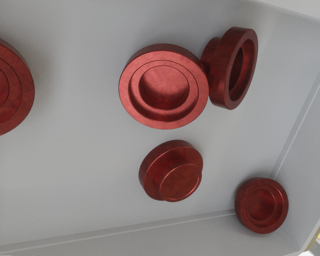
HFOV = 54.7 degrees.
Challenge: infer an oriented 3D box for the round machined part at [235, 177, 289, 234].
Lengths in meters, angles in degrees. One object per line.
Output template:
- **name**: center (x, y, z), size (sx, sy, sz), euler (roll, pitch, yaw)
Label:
- **round machined part**: center (0.180, 0.139, 0.566), size (0.099, 0.042, 0.097), euler (1, 88, -15)

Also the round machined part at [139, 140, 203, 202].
- **round machined part**: center (0.022, 0.070, 0.455), size (0.099, 0.042, 0.097), euler (-14, 125, -21)

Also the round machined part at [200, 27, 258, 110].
- **round machined part**: center (0.081, -0.074, 0.381), size (0.099, 0.042, 0.097), euler (-37, 137, -44)

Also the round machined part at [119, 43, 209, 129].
- **round machined part**: center (0.005, -0.050, 0.354), size (0.099, 0.042, 0.097), euler (3, 125, 4)

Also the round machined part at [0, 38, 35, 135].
- **round machined part**: center (-0.169, -0.041, 0.281), size (0.099, 0.042, 0.097), euler (-14, 125, -21)
